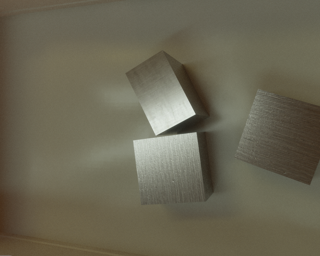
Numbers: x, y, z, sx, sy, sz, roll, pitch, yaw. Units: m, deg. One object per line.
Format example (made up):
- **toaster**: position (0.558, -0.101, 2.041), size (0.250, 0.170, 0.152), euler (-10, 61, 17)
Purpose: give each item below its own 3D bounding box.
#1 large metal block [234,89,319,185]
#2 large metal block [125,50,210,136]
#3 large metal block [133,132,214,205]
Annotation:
- **large metal block**: position (0.138, 0.008, 0.349), size (0.080, 0.050, 0.080), euler (20, 96, 18)
- **large metal block**: position (0.013, -0.039, 0.376), size (0.050, 0.080, 0.080), euler (-29, 81, 17)
- **large metal block**: position (0.018, 0.049, 0.390), size (0.080, 0.050, 0.080), euler (-8, 87, 19)
